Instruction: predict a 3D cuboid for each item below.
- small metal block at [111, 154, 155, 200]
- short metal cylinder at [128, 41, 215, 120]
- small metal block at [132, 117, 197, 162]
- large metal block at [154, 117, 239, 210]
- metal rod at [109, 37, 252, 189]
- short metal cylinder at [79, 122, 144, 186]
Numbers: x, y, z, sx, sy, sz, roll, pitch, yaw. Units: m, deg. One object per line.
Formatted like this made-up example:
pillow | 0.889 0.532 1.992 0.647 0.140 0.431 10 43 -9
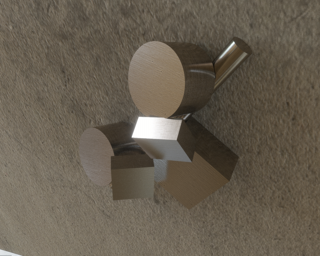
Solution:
small metal block | -0.034 0.061 0.382 0.050 0.025 0.050 -3 123 -8
short metal cylinder | 0.011 -0.052 0.334 0.080 0.050 0.079 12 108 42
small metal block | 0.006 0.013 0.331 0.050 0.025 0.050 2 150 27
large metal block | 0.039 0.046 0.397 0.080 0.050 0.080 41 129 -1
metal rod | 0.006 0.003 0.405 0.025 0.025 0.298 41 129 -1
short metal cylinder | -0.068 0.034 0.429 0.080 0.050 0.079 12 108 41
